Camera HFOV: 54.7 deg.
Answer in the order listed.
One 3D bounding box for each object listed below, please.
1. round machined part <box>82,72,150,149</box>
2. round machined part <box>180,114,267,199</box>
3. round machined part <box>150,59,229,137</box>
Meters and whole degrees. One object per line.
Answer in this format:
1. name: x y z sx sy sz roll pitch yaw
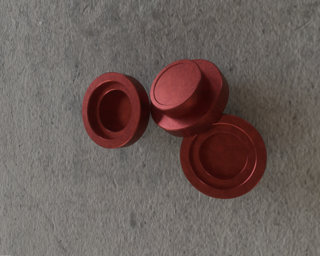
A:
1. round machined part: -0.053 -0.023 0.411 0.098 0.042 0.097 0 90 32
2. round machined part: 0.077 0.032 0.372 0.098 0.042 0.097 0 90 19
3. round machined part: 0.027 -0.042 0.366 0.098 0.042 0.098 -19 54 28
